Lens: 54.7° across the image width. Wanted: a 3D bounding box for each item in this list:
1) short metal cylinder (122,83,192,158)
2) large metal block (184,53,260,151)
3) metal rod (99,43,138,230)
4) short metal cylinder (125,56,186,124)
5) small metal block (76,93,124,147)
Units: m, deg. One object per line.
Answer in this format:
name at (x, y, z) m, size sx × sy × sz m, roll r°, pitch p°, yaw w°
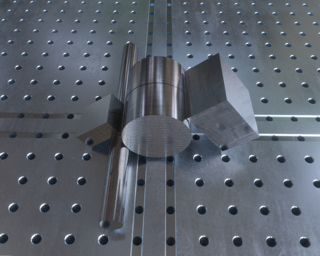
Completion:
short metal cylinder at (-0.004, -0.007, 0.373) m, size 0.081 × 0.080 × 0.050 m, roll 0°, pitch 50°, yaw 0°
large metal block at (0.075, -0.031, 0.384) m, size 0.050 × 0.080 × 0.080 m, roll -26°, pitch 44°, yaw 29°
metal rod at (-0.049, -0.015, 0.414) m, size 0.025 × 0.025 × 0.300 m, roll 0°, pitch 50°, yaw 0°
short metal cylinder at (-0.003, -0.046, 0.405) m, size 0.081 × 0.080 × 0.050 m, roll 0°, pitch 50°, yaw 0°
small metal block at (-0.075, -0.010, 0.396) m, size 0.050 × 0.025 × 0.050 m, roll -24°, pitch 44°, yaw 26°
